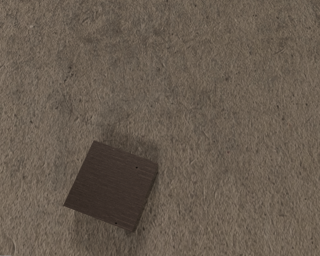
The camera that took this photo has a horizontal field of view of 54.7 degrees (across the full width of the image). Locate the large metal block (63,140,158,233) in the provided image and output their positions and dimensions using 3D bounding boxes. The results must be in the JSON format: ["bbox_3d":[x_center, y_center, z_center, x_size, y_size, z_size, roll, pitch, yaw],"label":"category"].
[{"bbox_3d":[-0.054,0.071,0.368,0.080,0.050,0.080,19,71,6],"label":"large metal block"}]
